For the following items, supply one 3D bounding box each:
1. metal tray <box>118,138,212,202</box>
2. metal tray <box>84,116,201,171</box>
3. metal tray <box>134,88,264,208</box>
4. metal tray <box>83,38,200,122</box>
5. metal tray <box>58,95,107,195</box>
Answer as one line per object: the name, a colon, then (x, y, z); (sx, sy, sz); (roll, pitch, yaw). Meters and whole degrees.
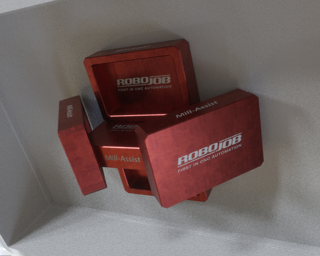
metal tray: (0.002, 0.053, 0.433); (0.130, 0.030, 0.089); (0, 119, 27)
metal tray: (-0.025, 0.013, 0.386); (0.130, 0.090, 0.030); (0, 118, 27)
metal tray: (0.047, 0.020, 0.335); (0.030, 0.131, 0.089); (-139, 32, -60)
metal tray: (-0.022, -0.054, 0.381); (0.130, 0.030, 0.089); (-1, 119, 27)
metal tray: (-0.105, 0.017, 0.414); (0.030, 0.130, 0.089); (-18, 115, -9)
